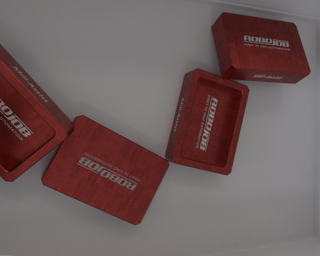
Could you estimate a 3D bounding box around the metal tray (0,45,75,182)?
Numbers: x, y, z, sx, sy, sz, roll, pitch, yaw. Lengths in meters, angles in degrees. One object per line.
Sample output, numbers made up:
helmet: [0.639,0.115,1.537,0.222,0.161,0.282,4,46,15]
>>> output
metal tray: [-0.168,-0.018,0.326,0.090,0.030,0.130,-38,103,9]

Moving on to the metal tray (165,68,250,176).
metal tray: [0.067,-0.007,0.432,0.091,0.030,0.129,15,85,-20]

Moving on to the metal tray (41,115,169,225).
metal tray: [-0.065,0.052,0.384,0.131,0.030,0.090,30,80,-18]

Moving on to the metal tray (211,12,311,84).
metal tray: [0.145,-0.113,0.445,0.131,0.030,0.090,0,69,-20]
